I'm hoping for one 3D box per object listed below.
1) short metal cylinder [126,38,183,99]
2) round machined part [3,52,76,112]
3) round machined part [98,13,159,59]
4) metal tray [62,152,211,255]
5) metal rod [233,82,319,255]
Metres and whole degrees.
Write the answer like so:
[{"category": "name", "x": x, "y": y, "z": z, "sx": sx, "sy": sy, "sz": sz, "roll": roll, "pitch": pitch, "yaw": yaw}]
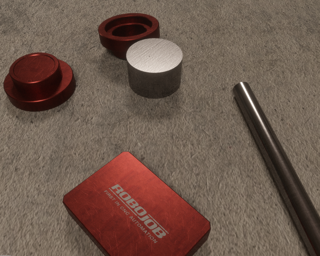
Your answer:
[{"category": "short metal cylinder", "x": -0.008, "y": -0.089, "z": 0.462, "sx": 0.081, "sy": 0.050, "sz": 0.080, "roll": 0, "pitch": 50, "yaw": 0}, {"category": "round machined part", "x": -0.177, "y": -0.073, "z": 0.451, "sx": 0.099, "sy": 0.042, "sz": 0.098, "roll": 0, "pitch": 50, "yaw": 0}, {"category": "round machined part", "x": -0.049, "y": -0.149, "z": 0.512, "sx": 0.099, "sy": 0.042, "sz": 0.098, "roll": -2, "pitch": 43, "yaw": 2}, {"category": "metal tray", "x": -0.025, "y": 0.093, "z": 0.321, "sx": 0.130, "sy": 0.030, "sz": 0.091, "roll": 38, "pitch": 59, "yaw": 27}, {"category": "metal rod", "x": 0.145, "y": 0.055, "z": 0.358, "sx": 0.025, "sy": 0.025, "sz": 0.300, "roll": -7, "pitch": 50, "yaw": -7}]
